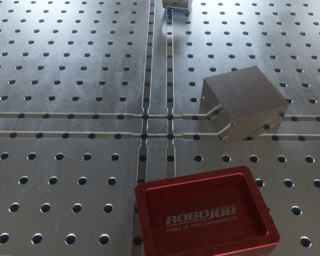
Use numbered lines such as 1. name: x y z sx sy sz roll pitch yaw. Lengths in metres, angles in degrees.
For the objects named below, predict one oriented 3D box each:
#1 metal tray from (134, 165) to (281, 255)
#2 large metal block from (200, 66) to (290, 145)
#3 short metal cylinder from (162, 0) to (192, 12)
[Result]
1. metal tray: 0.044 0.094 0.325 0.131 0.030 0.090 -8 51 -7
2. large metal block: 0.110 -0.032 0.419 0.081 0.050 0.080 -15 52 -13
3. short metal cylinder: 0.038 -0.271 0.599 0.050 0.080 0.080 10 51 9
